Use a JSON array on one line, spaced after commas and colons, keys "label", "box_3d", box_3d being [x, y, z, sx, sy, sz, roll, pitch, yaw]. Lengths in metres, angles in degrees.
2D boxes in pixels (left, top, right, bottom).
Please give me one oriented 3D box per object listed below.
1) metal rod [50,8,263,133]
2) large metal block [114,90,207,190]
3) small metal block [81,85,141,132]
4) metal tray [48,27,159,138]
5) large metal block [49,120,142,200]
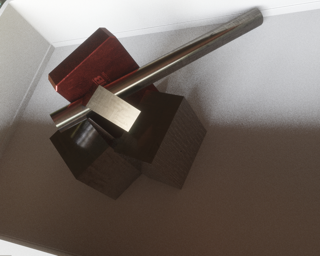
[{"label": "metal rod", "box_3d": [0.007, -0.079, 0.390, 0.302, 0.025, 0.025, -30, 50, -14]}, {"label": "large metal block", "box_3d": [0.005, 0.014, 0.357, 0.050, 0.080, 0.080, 14, 69, 33]}, {"label": "small metal block", "box_3d": [-0.055, -0.023, 0.334, 0.025, 0.050, 0.050, -59, 21, -4]}, {"label": "metal tray", "box_3d": [-0.064, -0.052, 0.399, 0.090, 0.130, 0.030, -43, 50, 0]}, {"label": "large metal block", "box_3d": [-0.079, 0.035, 0.389, 0.050, 0.080, 0.080, -45, 51, -3]}]
